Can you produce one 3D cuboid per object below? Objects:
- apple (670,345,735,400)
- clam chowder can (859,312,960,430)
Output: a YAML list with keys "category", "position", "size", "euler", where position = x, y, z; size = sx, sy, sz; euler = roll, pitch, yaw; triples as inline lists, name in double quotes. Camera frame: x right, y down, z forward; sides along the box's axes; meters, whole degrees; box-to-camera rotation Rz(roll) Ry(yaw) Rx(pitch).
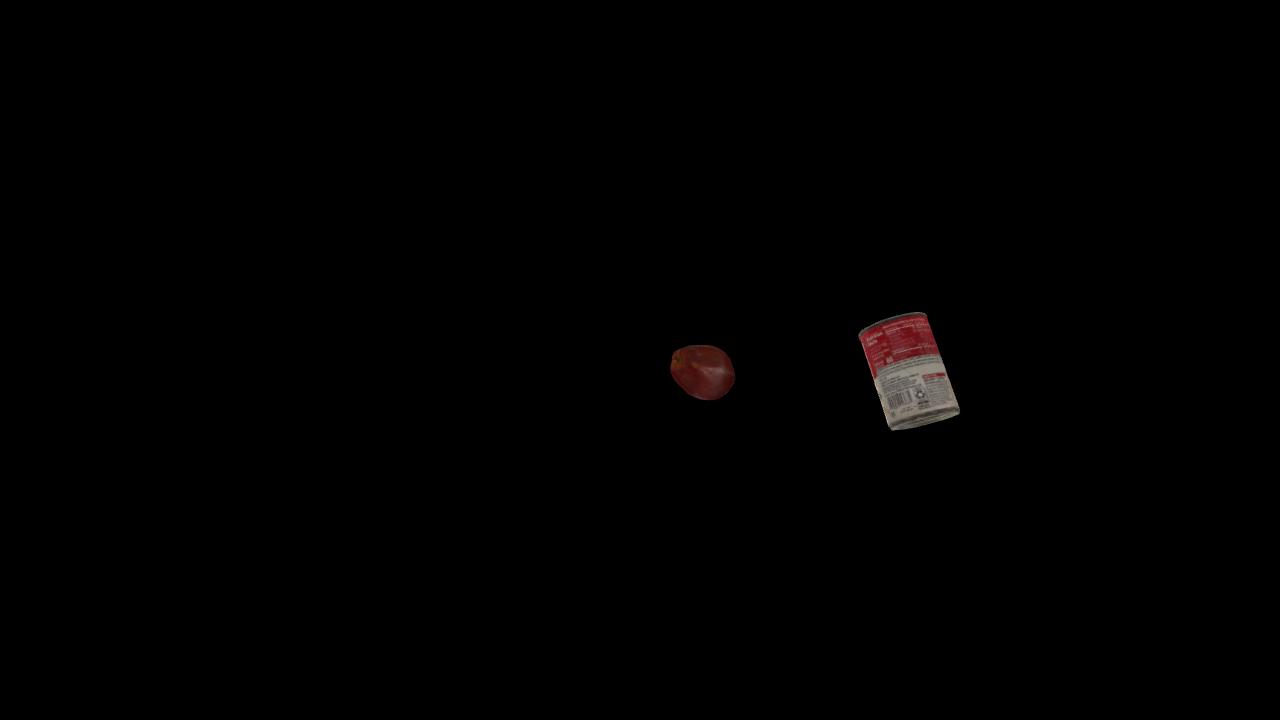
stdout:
- category: "apple"
  position: [0.088, 0.017, 0.865]
  size: [0.093, 0.079, 0.079]
  euler: [20, -10, -29]
- category: "clam chowder can"
  position: [0.266, 0.012, 0.610]
  size: [0.068, 0.102, 0.068]
  euler: [-11, -18, -3]
